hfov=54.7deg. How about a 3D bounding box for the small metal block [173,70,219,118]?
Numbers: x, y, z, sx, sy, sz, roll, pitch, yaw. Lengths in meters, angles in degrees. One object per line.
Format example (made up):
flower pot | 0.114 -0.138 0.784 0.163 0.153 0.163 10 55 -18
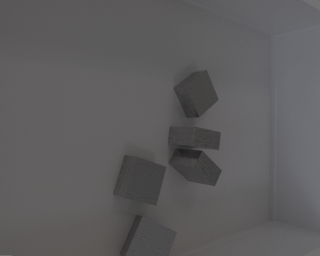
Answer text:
small metal block | 0.053 -0.050 0.451 0.050 0.025 0.050 -40 115 -33

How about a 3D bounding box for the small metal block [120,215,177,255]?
small metal block | -0.014 0.143 0.384 0.050 0.025 0.050 29 70 -14

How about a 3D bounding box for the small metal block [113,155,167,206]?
small metal block | -0.024 0.065 0.386 0.050 0.025 0.050 25 75 -37

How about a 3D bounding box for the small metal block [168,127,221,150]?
small metal block | 0.047 0.014 0.430 0.050 0.050 0.025 11 83 -40

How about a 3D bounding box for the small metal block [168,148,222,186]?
small metal block | 0.049 0.054 0.431 0.050 0.050 0.025 44 64 -31
